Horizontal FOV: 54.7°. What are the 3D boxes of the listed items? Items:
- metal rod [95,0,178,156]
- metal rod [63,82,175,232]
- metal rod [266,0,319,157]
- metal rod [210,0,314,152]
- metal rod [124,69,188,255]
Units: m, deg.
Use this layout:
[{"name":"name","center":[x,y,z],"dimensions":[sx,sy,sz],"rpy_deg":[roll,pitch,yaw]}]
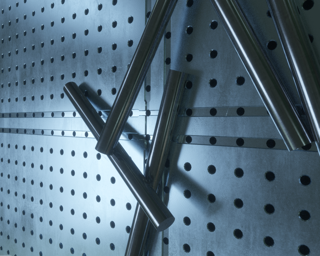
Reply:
[{"name":"metal rod","center":[-0.015,-0.104,0.391],"dimensions":[0.025,0.025,0.298],"rpy_deg":[29,99,36]},{"name":"metal rod","center":[-0.074,0.021,0.446],"dimensions":[0.300,0.025,0.025],"rpy_deg":[48,119,36]},{"name":"metal rod","center":[0.136,-0.064,0.296],"dimensions":[0.025,0.025,0.299],"rpy_deg":[-23,76,37]},{"name":"metal rod","center":[0.076,-0.117,0.326],"dimensions":[0.025,0.025,0.299],"rpy_deg":[-32,76,35]},{"name":"metal rod","center":[-0.011,0.071,0.416],"dimensions":[0.025,0.025,0.298],"rpy_deg":[22,104,37]}]
